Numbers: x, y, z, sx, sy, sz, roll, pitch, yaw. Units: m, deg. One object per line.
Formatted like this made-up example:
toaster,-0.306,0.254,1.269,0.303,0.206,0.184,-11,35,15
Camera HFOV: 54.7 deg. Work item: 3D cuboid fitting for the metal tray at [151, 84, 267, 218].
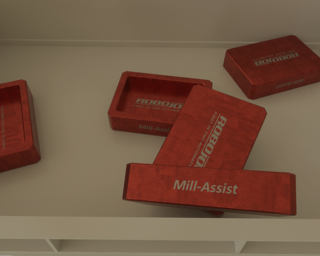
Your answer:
metal tray,0.054,0.023,0.354,0.090,0.030,0.130,23,75,18

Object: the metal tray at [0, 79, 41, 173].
metal tray,-0.211,-0.003,0.401,0.091,0.030,0.130,-15,52,-13

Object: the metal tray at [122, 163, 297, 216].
metal tray,0.043,0.057,0.275,0.131,0.090,0.030,2,74,13

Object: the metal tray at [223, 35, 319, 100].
metal tray,0.178,-0.098,0.487,0.131,0.030,0.090,-15,52,-13

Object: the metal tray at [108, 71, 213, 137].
metal tray,0.003,-0.033,0.429,0.131,0.030,0.090,7,50,5
